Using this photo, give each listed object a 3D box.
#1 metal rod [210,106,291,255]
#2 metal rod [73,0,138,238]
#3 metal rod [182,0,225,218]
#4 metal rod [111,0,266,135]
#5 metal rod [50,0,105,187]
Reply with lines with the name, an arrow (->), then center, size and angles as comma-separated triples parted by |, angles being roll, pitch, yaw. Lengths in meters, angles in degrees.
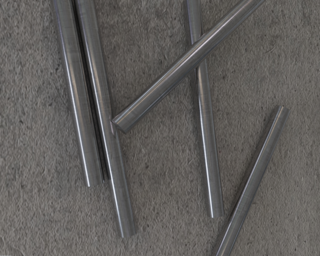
metal rod -> 0.124, 0.104, 0.454 | 0.025, 0.025, 0.299 | 29, 80, -18
metal rod -> -0.067, -0.013, 0.384 | 0.025, 0.025, 0.298 | -11, 94, -20
metal rod -> 0.061, -0.025, 0.431 | 0.025, 0.025, 0.298 | -8, 93, -20
metal rod -> 0.055, -0.104, 0.401 | 0.301, 0.025, 0.025 | -45, 104, -13
metal rod -> -0.104, -0.079, 0.370 | 0.025, 0.025, 0.298 | -11, 94, -20
